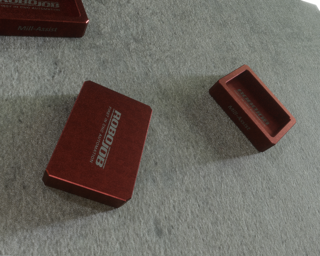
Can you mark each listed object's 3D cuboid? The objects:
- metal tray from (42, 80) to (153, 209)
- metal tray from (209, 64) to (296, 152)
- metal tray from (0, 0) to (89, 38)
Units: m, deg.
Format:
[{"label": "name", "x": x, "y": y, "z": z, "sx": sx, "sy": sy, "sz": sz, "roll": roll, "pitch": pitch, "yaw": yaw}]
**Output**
[{"label": "metal tray", "x": -0.066, "y": 0.015, "z": 0.357, "sx": 0.091, "sy": 0.030, "sz": 0.130, "roll": 23, "pitch": 53, "yaw": -15}, {"label": "metal tray", "x": 0.152, "y": -0.035, "z": 0.506, "sx": 0.091, "sy": 0.030, "sz": 0.130, "roll": -33, "pitch": 80, "yaw": -38}, {"label": "metal tray", "x": -0.171, "y": -0.165, "z": 0.409, "sx": 0.131, "sy": 0.030, "sz": 0.090, "roll": -9, "pitch": 66, "yaw": -32}]
